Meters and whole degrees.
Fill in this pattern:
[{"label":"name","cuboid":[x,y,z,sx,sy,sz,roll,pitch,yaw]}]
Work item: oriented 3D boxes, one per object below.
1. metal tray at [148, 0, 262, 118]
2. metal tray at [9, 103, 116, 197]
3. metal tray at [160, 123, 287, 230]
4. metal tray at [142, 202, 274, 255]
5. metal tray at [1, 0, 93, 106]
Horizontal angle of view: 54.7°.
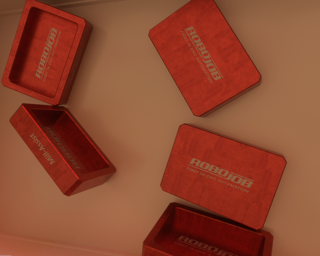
[{"label":"metal tray","cuboid":[0.055,-0.089,0.388,0.090,0.030,0.130,-31,80,17]},{"label":"metal tray","cuboid":[-0.128,0.025,0.419,0.030,0.090,0.130,-45,77,15]},{"label":"metal tray","cuboid":[0.075,0.055,0.381,0.130,0.030,0.089,19,96,18]},{"label":"metal tray","cuboid":[0.056,0.138,0.353,0.130,0.090,0.030,14,113,19]},{"label":"metal tray","cuboid":[-0.163,-0.107,0.449,0.090,0.030,0.129,22,98,1]}]
